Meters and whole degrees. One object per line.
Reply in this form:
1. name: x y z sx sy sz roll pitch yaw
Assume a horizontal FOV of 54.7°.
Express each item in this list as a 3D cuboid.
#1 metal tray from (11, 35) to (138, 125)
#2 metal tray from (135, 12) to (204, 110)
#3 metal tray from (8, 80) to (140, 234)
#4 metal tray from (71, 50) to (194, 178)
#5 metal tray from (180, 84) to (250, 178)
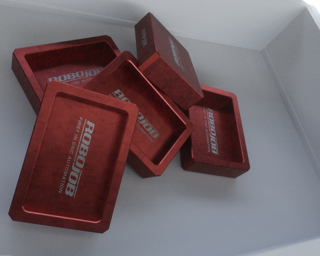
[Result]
1. metal tray: -0.101 -0.065 0.386 0.131 0.030 0.090 -23 74 -36
2. metal tray: 0.010 -0.093 0.420 0.090 0.030 0.130 38 27 -32
3. metal tray: -0.081 0.029 0.303 0.091 0.030 0.129 16 84 -19
4. metal tray: -0.028 -0.015 0.368 0.130 0.030 0.090 48 56 -14
5. metal tray: 0.073 0.001 0.441 0.091 0.030 0.130 12 57 -22
